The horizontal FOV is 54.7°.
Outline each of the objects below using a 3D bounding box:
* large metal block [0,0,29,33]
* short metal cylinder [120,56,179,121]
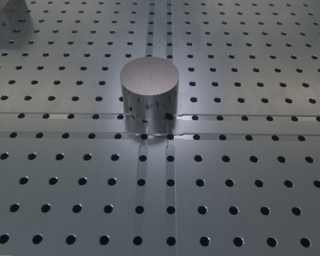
[{"bbox_3d":[-0.306,-0.222,0.576,0.080,0.050,0.080,3,50,2],"label":"large metal block"},{"bbox_3d":[-0.014,-0.056,0.438,0.081,0.050,0.080,0,50,0],"label":"short metal cylinder"}]
